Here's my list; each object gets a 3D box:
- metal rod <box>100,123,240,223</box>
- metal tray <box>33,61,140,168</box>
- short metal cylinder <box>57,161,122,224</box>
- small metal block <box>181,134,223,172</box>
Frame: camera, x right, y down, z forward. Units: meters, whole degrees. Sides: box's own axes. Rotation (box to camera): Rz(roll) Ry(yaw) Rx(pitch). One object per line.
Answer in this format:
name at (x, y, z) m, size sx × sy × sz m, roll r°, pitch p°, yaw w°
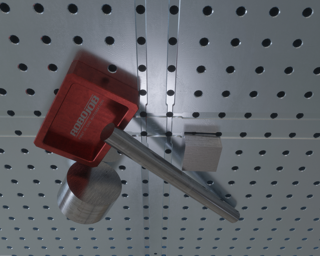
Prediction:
metal rod at (0.033, 0.080, 0.458) m, size 0.025 × 0.025 × 0.301 m, roll -33°, pitch 130°, yaw 25°
metal tray at (-0.095, -0.011, 0.397) m, size 0.090 × 0.030 × 0.129 m, roll 25°, pitch 126°, yaw -20°
short metal cylinder at (-0.103, 0.092, 0.453) m, size 0.080 × 0.080 × 0.050 m, roll 21°, pitch 127°, yaw -17°
small metal block at (0.058, 0.036, 0.443) m, size 0.050 × 0.025 × 0.050 m, roll 2°, pitch 130°, yaw -2°
